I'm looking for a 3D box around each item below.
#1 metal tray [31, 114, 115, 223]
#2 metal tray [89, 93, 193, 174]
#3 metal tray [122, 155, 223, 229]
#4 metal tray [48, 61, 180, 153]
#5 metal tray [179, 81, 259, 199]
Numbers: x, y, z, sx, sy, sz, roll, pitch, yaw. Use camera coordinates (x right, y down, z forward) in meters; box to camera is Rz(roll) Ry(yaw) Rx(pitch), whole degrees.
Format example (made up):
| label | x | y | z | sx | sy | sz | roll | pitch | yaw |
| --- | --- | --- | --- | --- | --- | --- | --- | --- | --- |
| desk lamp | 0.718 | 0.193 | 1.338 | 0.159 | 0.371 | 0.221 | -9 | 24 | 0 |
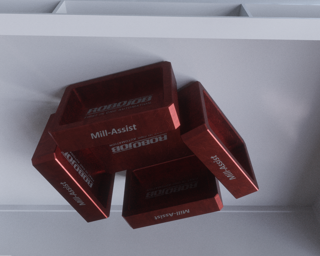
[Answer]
| label | x | y | z | sx | sy | sz | roll | pitch | yaw |
| --- | --- | --- | --- | --- | --- | --- | --- | --- | --- |
| metal tray | -0.104 | 0.050 | 0.405 | 0.030 | 0.090 | 0.130 | -17 | 129 | 13 |
| metal tray | -0.028 | 0.008 | 0.409 | 0.130 | 0.030 | 0.090 | -15 | 129 | 12 |
| metal tray | 0.015 | 0.083 | 0.435 | 0.130 | 0.090 | 0.030 | -16 | 128 | 12 |
| metal tray | -0.047 | -0.025 | 0.341 | 0.131 | 0.090 | 0.030 | -12 | 129 | 9 |
| metal tray | 0.071 | 0.016 | 0.379 | 0.030 | 0.090 | 0.130 | -29 | 125 | 23 |
